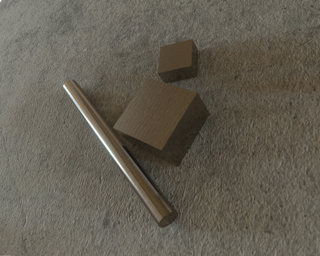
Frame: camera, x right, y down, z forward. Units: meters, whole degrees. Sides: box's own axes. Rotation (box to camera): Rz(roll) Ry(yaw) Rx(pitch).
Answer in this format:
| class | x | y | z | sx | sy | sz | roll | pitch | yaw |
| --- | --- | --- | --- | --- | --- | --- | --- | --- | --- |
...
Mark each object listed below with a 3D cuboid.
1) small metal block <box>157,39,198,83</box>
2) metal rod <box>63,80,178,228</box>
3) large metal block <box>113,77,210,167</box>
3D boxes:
| class | x | y | z | sx | sy | sz | roll | pitch | yaw |
| --- | --- | --- | --- | --- | --- | --- | --- | --- | --- |
| small metal block | 0.027 | -0.096 | 0.448 | 0.050 | 0.025 | 0.050 | -8 | 58 | 23 |
| metal rod | -0.071 | 0.014 | 0.430 | 0.025 | 0.025 | 0.300 | -42 | 51 | -1 |
| large metal block | 0.003 | -0.009 | 0.391 | 0.080 | 0.050 | 0.080 | 22 | 74 | 36 |
